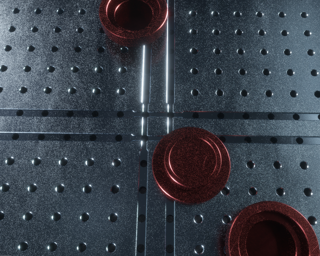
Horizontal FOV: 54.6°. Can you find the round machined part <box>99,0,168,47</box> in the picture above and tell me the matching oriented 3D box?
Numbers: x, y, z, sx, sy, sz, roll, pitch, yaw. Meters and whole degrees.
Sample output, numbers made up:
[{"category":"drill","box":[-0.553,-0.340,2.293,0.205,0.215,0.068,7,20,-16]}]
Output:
[{"category":"round machined part","box":[-0.038,-0.162,0.462,0.099,0.042,0.098,0,70,0]}]

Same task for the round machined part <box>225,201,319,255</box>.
[{"category":"round machined part","box":[0.123,0.135,0.354,0.099,0.042,0.098,0,70,0]}]

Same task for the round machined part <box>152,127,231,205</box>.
[{"category":"round machined part","box":[0.039,0.044,0.387,0.099,0.042,0.098,0,70,0]}]
